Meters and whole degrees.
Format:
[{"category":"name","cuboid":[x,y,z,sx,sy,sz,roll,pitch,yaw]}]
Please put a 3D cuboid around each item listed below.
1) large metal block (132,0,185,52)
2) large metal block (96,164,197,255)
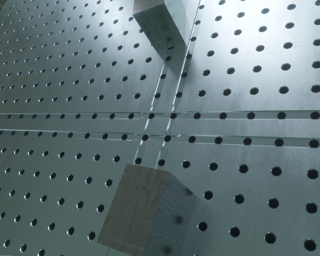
[{"category":"large metal block","cuboid":[0.002,-0.182,0.485,0.050,0.080,0.080,-11,57,22]},{"category":"large metal block","cuboid":[-0.008,0.093,0.321,0.050,0.080,0.080,6,65,31]}]
